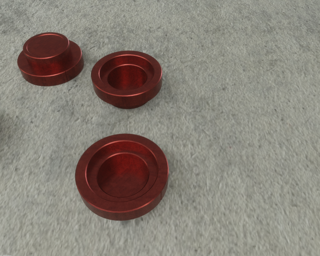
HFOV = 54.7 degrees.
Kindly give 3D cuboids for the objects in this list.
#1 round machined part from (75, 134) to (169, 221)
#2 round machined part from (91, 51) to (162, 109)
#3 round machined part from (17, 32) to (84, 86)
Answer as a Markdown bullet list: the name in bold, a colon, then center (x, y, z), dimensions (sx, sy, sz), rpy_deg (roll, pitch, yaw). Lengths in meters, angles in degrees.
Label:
- **round machined part**: center (-0.040, 0.057, 0.344), dimensions (0.099, 0.042, 0.098), rpy_deg (0, 50, 0)
- **round machined part**: center (-0.046, -0.065, 0.447), dimensions (0.099, 0.042, 0.098), rpy_deg (0, 50, 0)
- **round machined part**: center (-0.173, -0.113, 0.485), dimensions (0.099, 0.042, 0.098), rpy_deg (0, 50, 0)
